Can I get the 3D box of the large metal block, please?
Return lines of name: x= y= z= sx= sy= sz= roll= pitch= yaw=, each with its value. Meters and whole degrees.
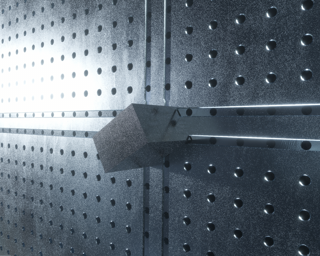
large metal block: x=-0.023 y=0.013 z=0.391 sx=0.080 sy=0.081 sz=0.050 roll=-36 pitch=68 yaw=34
